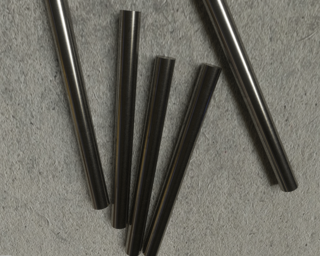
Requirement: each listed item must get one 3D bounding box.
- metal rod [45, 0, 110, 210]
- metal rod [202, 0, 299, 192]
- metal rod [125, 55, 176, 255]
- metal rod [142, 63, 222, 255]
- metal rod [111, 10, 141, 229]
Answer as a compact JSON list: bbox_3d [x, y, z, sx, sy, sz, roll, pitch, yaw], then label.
[{"bbox_3d":[-0.103,-0.027,0.398,0.025,0.025,0.298,-7,110,2],"label":"metal rod"},{"bbox_3d":[0.118,-0.042,0.394,0.025,0.025,0.299,-25,108,9],"label":"metal rod"},{"bbox_3d":[-0.017,0.052,0.428,0.025,0.025,0.298,9,110,-3],"label":"metal rod"},{"bbox_3d":[0.024,0.058,0.431,0.025,0.025,0.298,15,109,-6],"label":"metal rod"},{"bbox_3d":[-0.047,0.003,0.410,0.025,0.025,0.298,5,110,-2],"label":"metal rod"}]
